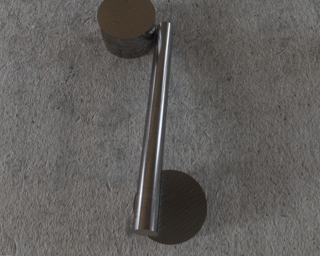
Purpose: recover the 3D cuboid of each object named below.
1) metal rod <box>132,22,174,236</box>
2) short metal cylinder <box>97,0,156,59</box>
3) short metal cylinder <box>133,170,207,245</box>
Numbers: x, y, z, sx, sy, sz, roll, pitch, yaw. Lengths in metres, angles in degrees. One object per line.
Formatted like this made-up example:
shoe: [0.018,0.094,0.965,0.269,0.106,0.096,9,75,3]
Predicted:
metal rod: [-0.004,-0.023,0.383,0.025,0.025,0.300,4,57,1]
short metal cylinder: [-0.046,-0.148,0.449,0.081,0.050,0.080,0,70,0]
short metal cylinder: [0.011,0.093,0.361,0.081,0.050,0.080,0,70,0]
